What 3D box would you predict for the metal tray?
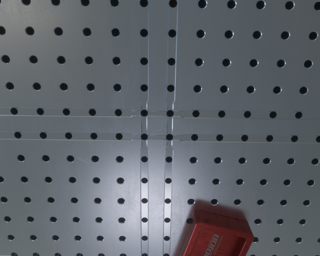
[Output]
[{"bbox_3d":[0.079,0.199,0.484,0.090,0.030,0.129,15,109,-6],"label":"metal tray"}]
